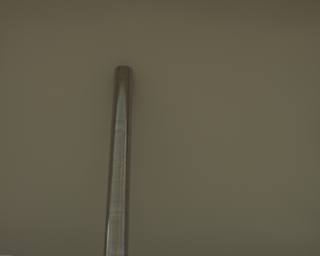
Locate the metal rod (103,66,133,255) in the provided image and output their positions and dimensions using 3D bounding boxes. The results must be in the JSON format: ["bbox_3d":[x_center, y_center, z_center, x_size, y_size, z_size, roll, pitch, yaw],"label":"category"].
[{"bbox_3d":[-0.046,0.059,0.349,0.025,0.025,0.299,-1,65,0],"label":"metal rod"}]
